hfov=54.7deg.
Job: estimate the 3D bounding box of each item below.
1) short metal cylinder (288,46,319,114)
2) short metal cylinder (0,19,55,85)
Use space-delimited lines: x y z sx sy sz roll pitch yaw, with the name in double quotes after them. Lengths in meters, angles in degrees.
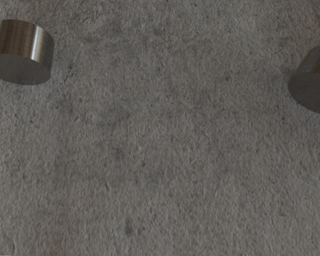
0.218 -0.061 0.404 0.080 0.080 0.050 35 74 11 "short metal cylinder"
-0.185 -0.098 0.412 0.081 0.080 0.050 0 70 0 "short metal cylinder"
